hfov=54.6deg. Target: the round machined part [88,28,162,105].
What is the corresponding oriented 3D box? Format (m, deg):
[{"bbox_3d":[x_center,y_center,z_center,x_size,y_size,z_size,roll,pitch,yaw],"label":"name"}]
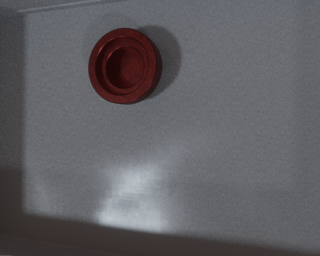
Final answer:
[{"bbox_3d":[-0.043,-0.080,0.417,0.098,0.042,0.097,0,90,20],"label":"round machined part"}]
